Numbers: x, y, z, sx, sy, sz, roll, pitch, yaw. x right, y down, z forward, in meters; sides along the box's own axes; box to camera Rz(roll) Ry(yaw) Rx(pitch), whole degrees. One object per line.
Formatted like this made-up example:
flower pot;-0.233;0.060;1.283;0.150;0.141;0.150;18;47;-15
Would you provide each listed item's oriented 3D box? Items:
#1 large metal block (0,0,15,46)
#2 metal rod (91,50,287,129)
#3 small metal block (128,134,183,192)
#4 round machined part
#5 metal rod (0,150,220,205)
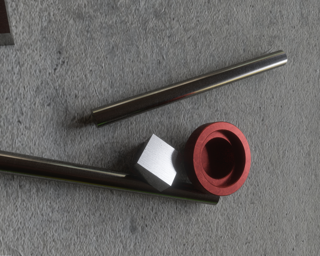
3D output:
large metal block;-0.204;-0.129;0.320;0.081;0.050;0.079;-10;94;-20
metal rod;0.053;-0.060;0.429;0.302;0.025;0.025;-20;97;-19
small metal block;-0.004;0.044;0.394;0.050;0.025;0.050;36;49;-9
round machined part;0.073;0.041;0.423;0.099;0.042;0.097;2;85;-29
metal rod;-0.060;0.065;0.387;0.302;0.025;0.025;13;86;-20
